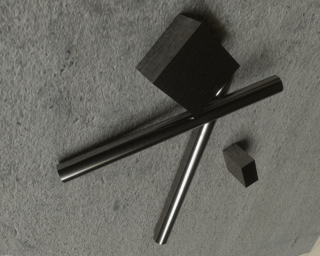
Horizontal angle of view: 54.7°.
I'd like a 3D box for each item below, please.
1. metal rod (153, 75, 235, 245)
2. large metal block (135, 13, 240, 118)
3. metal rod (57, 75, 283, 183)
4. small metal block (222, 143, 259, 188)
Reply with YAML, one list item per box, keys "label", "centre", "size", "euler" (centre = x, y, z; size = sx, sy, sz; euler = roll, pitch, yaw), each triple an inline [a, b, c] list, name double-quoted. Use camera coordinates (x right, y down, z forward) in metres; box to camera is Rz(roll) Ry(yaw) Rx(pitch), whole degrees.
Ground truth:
- label: "metal rod"
  centre: [0.044, 0.058, 0.468]
  size: [0.025, 0.025, 0.298]
  euler: [4, 116, -31]
- label: "large metal block"
  centre: [0.033, -0.072, 0.366]
  size: [0.080, 0.050, 0.080]
  euler: [33, 99, -39]
- label: "metal rod"
  centre: [0.018, -0.002, 0.394]
  size: [0.302, 0.025, 0.025]
  euler: [-23, 128, -7]
- label: "small metal block"
  centre: [0.130, 0.060, 0.502]
  size: [0.025, 0.050, 0.050]
  euler: [-31, 129, -9]
